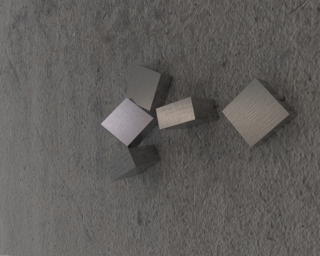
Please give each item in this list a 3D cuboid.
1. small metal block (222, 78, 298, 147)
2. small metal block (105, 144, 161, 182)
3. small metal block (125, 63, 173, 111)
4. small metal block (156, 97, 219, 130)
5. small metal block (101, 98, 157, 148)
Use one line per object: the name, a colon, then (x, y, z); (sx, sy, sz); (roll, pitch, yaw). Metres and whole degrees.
small metal block: (0.102, -0.015, 0.321); (0.050, 0.025, 0.050); (-48, 62, 29)
small metal block: (-0.036, 0.047, 0.418); (0.050, 0.050, 0.025); (-36, 72, 34)
small metal block: (-0.016, -0.055, 0.418); (0.050, 0.025, 0.050); (28, 108, 36)
small metal block: (0.032, -0.016, 0.362); (0.050, 0.050, 0.025); (-17, 80, 39)
small metal block: (-0.041, -0.004, 0.417); (0.050, 0.025, 0.050); (38, 78, 21)
